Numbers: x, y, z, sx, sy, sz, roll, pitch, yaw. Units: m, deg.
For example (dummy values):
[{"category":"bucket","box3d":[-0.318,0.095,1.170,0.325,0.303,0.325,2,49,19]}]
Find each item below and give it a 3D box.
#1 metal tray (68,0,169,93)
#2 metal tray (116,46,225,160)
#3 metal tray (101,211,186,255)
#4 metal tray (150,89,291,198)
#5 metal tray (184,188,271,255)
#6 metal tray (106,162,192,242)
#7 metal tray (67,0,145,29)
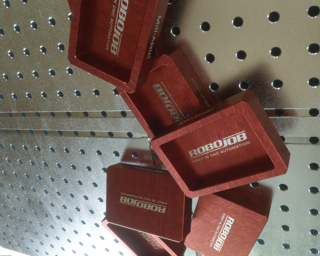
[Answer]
[{"category":"metal tray","box3d":[-0.046,-0.112,0.323,0.090,0.030,0.129,27,128,11]},{"category":"metal tray","box3d":[0.016,-0.023,0.385,0.090,0.030,0.130,-24,105,37]},{"category":"metal tray","box3d":[-0.029,0.186,0.538,0.130,0.030,0.090,46,129,-5]},{"category":"metal tray","box3d":[0.064,0.024,0.349,0.130,0.030,0.090,-25,105,37]},{"category":"metal tray","box3d":[0.092,0.141,0.447,0.090,0.030,0.129,22,127,15]},{"category":"metal tray","box3d":[-0.018,0.106,0.460,0.130,0.030,0.089,6,98,27]},{"category":"metal tray","box3d":[-0.068,-0.180,0.333,0.090,0.030,0.129,0,119,28]}]
